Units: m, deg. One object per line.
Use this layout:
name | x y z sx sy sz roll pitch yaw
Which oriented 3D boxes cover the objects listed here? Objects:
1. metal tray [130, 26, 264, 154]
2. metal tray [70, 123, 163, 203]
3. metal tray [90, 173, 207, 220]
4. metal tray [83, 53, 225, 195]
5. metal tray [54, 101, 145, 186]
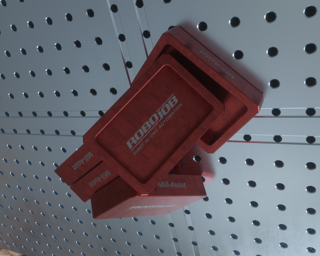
metal tray | 0.040 -0.041 0.359 0.130 0.030 0.089 39 129 1
metal tray | -0.057 0.043 0.422 0.030 0.090 0.129 49 128 -6
metal tray | -0.013 0.091 0.413 0.090 0.131 0.030 -36 57 39
metal tray | -0.006 -0.004 0.337 0.090 0.030 0.130 43 84 -2
metal tray | -0.078 0.020 0.420 0.030 0.090 0.129 49 128 -6
